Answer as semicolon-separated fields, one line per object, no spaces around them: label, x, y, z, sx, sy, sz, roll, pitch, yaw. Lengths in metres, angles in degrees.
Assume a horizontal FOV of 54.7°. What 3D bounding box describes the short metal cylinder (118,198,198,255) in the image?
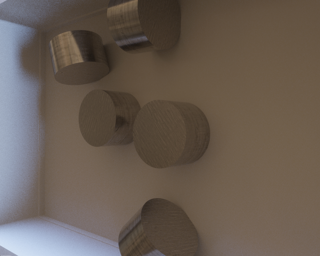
short metal cylinder;-0.002;0.132;0.371;0.050;0.081;0.080;-51;61;28

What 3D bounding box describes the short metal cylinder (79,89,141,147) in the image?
short metal cylinder;-0.072;-0.014;0.448;0.080;0.050;0.079;0;90;39

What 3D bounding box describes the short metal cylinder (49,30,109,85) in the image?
short metal cylinder;-0.122;-0.104;0.469;0.080;0.081;0.050;-24;75;37

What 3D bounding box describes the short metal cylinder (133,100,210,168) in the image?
short metal cylinder;0.013;0.007;0.378;0.080;0.050;0.079;0;90;39

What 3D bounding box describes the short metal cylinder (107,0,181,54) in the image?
short metal cylinder;-0.018;-0.135;0.384;0.050;0.081;0.079;3;92;40
